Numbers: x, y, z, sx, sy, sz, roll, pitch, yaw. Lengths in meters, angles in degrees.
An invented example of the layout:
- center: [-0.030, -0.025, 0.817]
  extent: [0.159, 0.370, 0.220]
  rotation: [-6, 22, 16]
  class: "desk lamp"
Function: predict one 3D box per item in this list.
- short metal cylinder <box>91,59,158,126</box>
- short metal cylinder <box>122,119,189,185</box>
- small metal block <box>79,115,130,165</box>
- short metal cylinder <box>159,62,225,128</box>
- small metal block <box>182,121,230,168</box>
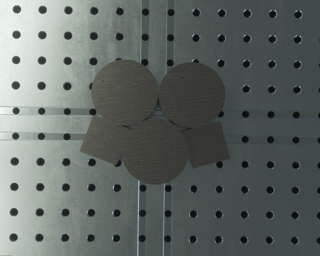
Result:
- center: [-0.042, -0.043, 0.397]
  extent: [0.081, 0.050, 0.079]
  rotation: [0, 90, 0]
  class: "short metal cylinder"
- center: [-0.006, 0.028, 0.397]
  extent: [0.081, 0.050, 0.079]
  rotation: [0, 90, 0]
  class: "short metal cylinder"
- center: [-0.071, 0.016, 0.409]
  extent: [0.050, 0.025, 0.050]
  rotation: [21, 90, 0]
  class: "small metal block"
- center: [0.039, -0.040, 0.398]
  extent: [0.081, 0.050, 0.079]
  rotation: [0, 90, 0]
  class: "short metal cylinder"
- center: [0.060, 0.022, 0.411]
  extent: [0.050, 0.025, 0.050]
  rotation: [-14, 90, 0]
  class: "small metal block"
